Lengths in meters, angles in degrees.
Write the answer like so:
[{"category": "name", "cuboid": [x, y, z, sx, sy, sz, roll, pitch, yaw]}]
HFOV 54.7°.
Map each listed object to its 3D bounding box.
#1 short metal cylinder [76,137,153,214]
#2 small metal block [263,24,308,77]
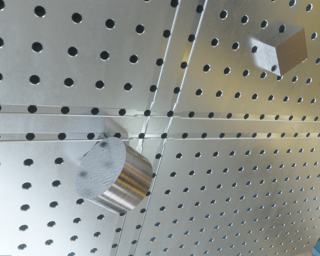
[{"category": "short metal cylinder", "cuboid": [-0.056, 0.058, 0.381, 0.080, 0.080, 0.050, -46, 129, 3]}, {"category": "small metal block", "cuboid": [0.179, -0.110, 0.441, 0.050, 0.025, 0.050, -34, 129, -6]}]
